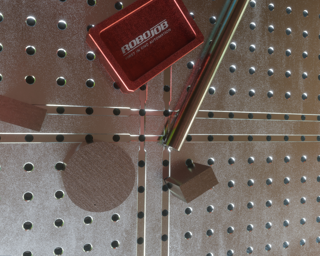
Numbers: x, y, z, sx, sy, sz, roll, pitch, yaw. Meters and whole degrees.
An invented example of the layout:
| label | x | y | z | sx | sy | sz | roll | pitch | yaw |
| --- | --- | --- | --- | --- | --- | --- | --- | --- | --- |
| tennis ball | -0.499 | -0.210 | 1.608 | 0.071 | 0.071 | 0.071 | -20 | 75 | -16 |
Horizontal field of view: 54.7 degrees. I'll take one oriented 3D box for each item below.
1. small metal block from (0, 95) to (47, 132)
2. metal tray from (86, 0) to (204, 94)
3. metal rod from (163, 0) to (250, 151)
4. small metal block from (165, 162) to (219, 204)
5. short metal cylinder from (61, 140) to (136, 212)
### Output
| label | x | y | z | sx | sy | sz | roll | pitch | yaw |
| --- | --- | --- | --- | --- | --- | --- | --- | --- | --- |
| small metal block | -0.154 | -0.015 | 0.342 | 0.050 | 0.050 | 0.025 | 19 | 84 | -20 |
| metal tray | -0.017 | -0.117 | 0.404 | 0.131 | 0.030 | 0.090 | -38 | 103 | -16 |
| metal rod | 0.079 | -0.106 | 0.443 | 0.025 | 0.025 | 0.299 | 29 | 80 | -18 |
| small metal block | 0.042 | 0.072 | 0.416 | 0.050 | 0.050 | 0.025 | -28 | 100 | -18 |
| short metal cylinder | -0.075 | 0.055 | 0.372 | 0.081 | 0.050 | 0.079 | 0 | 90 | -21 |
